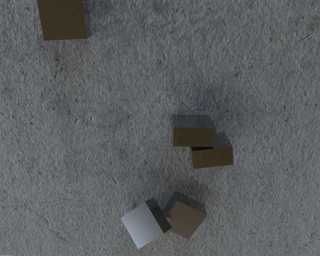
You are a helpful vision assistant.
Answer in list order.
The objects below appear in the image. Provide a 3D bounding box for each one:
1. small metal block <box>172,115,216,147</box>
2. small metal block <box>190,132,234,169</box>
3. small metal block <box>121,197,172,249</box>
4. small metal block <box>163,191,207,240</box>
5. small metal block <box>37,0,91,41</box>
[{"bbox_3d":[0.041,0.003,0.398,0.050,0.050,0.025,1,110,-1],"label":"small metal block"},{"bbox_3d":[0.066,0.029,0.407,0.050,0.050,0.025,-6,110,2],"label":"small metal block"},{"bbox_3d":[-0.020,0.136,0.444,0.050,0.025,0.050,-39,75,23],"label":"small metal block"},{"bbox_3d":[0.033,0.129,0.458,0.050,0.025,0.050,29,107,-10],"label":"small metal block"},{"bbox_3d":[-0.110,-0.130,0.361,0.050,0.025,0.050,-2,110,0],"label":"small metal block"}]
